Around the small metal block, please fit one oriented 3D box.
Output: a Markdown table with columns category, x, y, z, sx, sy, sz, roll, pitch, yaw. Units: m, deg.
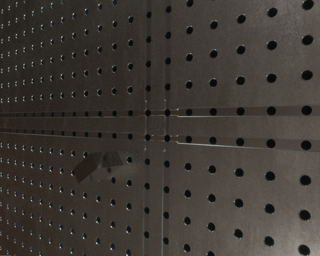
| category | x | y | z | sx | sy | sz | roll | pitch | yaw |
| --- | --- | --- | --- | --- | --- | --- | --- | --- | --- |
| small metal block | -0.093 | 0.059 | 0.467 | 0.050 | 0.050 | 0.025 | -39 | 67 | 33 |
